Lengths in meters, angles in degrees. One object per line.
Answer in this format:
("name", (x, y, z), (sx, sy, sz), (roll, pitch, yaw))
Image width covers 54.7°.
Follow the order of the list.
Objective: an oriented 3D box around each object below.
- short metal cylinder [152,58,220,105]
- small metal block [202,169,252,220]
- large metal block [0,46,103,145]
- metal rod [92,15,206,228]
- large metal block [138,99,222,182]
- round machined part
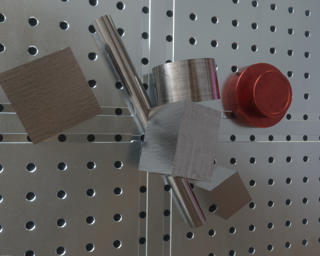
("short metal cylinder", (0.033, -0.056, 0.395), (0.081, 0.080, 0.050), (-9, 94, -20))
("small metal block", (0.097, 0.095, 0.449), (0.050, 0.025, 0.050), (-32, 101, -17))
("large metal block", (-0.124, -0.036, 0.354), (0.081, 0.050, 0.080), (-28, 100, -18))
("metal rod", (-0.010, -0.002, 0.408), (0.025, 0.025, 0.299), (-28, 100, -18))
("large metal block", (0.021, 0.017, 0.363), (0.050, 0.080, 0.080), (16, 78, -27))
("round machined part", (0.155, -0.049, 0.461), (0.099, 0.042, 0.097), (0, 90, -20))
